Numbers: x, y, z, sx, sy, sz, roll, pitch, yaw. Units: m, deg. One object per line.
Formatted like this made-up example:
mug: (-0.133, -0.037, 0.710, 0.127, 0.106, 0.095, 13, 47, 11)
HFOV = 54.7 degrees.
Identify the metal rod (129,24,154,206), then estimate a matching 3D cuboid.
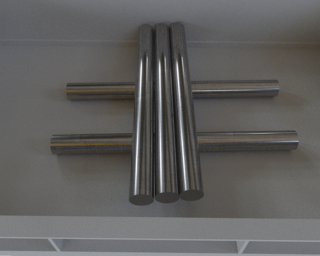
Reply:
metal rod: (-0.021, -0.043, 0.405, 0.025, 0.025, 0.300, -1, 50, -1)

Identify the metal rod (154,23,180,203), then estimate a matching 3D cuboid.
metal rod: (0.005, -0.045, 0.407, 0.025, 0.025, 0.300, -1, 50, -1)

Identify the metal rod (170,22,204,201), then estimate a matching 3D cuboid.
metal rod: (0.030, -0.047, 0.409, 0.025, 0.025, 0.300, -1, 50, -1)

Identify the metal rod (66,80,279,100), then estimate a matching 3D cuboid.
metal rod: (0.019, -0.056, 0.450, 0.302, 0.025, 0.025, -1, 50, -1)

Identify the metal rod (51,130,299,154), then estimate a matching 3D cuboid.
metal rod: (0.019, 0.018, 0.389, 0.302, 0.025, 0.025, -1, 50, -1)
